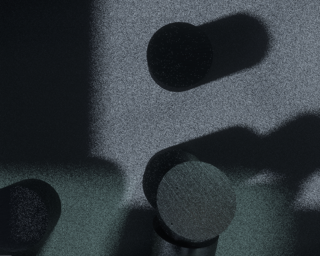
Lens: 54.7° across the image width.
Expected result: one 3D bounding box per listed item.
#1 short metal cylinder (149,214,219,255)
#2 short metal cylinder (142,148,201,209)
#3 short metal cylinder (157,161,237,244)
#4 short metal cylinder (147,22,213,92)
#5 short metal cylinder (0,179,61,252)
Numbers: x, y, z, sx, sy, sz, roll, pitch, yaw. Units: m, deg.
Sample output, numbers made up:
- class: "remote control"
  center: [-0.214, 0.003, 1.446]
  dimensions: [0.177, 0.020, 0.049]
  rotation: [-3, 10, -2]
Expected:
- class: "short metal cylinder"
  center: [0.028, 0.142, 0.379]
  dimensions: [0.081, 0.080, 0.050]
  rotation: [7, 106, -1]
- class: "short metal cylinder"
  center: [0.019, 0.066, 0.399]
  dimensions: [0.081, 0.050, 0.079]
  rotation: [0, 90, -1]
- class: "short metal cylinder"
  center: [0.036, 0.082, 0.334]
  dimensions: [0.081, 0.050, 0.080]
  rotation: [1, 64, -1]
- class: "short metal cylinder"
  center: [0.024, -0.089, 0.399]
  dimensions: [0.081, 0.050, 0.079]
  rotation: [0, 90, -1]
- class: "short metal cylinder"
  center: [-0.175, 0.109, 0.397]
  dimensions: [0.081, 0.050, 0.079]
  rotation: [0, 90, -1]
